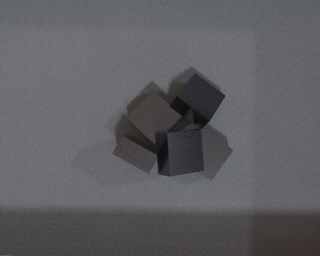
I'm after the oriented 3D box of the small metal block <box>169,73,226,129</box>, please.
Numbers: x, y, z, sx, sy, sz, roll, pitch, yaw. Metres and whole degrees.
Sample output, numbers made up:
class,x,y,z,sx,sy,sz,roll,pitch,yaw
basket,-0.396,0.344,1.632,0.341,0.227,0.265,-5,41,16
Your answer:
class,x,y,z,sx,sy,sz,roll,pitch,yaw
small metal block,0.049,-0.035,0.399,0.050,0.025,0.050,37,57,-1

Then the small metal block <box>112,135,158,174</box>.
class,x,y,z,sx,sy,sz,roll,pitch,yaw
small metal block,-0.029,0.032,0.396,0.050,0.050,0.025,29,90,-1

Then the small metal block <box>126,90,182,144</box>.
class,x,y,z,sx,sy,sz,roll,pitch,yaw
small metal block,-0.008,-0.014,0.409,0.050,0.025,0.050,44,90,-1

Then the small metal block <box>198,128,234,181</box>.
class,x,y,z,sx,sy,sz,roll,pitch,yaw
small metal block,0.060,0.034,0.410,0.050,0.025,0.050,35,90,-1

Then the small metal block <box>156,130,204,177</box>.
class,x,y,z,sx,sy,sz,roll,pitch,yaw
small metal block,0.024,0.029,0.374,0.050,0.025,0.050,-4,90,-33
